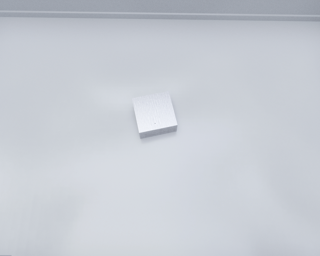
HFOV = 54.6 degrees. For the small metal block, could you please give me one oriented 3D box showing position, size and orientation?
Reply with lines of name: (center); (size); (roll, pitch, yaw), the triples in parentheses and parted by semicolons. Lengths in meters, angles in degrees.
small metal block: (-0.007, -0.017, 0.416); (0.050, 0.025, 0.050); (-12, 70, -4)
